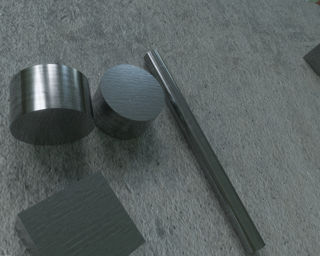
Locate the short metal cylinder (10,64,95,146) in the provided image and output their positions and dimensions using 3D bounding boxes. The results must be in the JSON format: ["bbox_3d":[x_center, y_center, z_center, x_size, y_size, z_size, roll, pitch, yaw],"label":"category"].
[{"bbox_3d":[-0.111,-0.021,0.322,0.081,0.080,0.050,1,62,-28],"label":"short metal cylinder"}]

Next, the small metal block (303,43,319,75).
[{"bbox_3d":[0.349,-0.152,0.668,0.025,0.050,0.050,-24,75,-36],"label":"small metal block"}]

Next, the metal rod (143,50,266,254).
[{"bbox_3d":[0.052,0.019,0.419,0.025,0.025,0.299,-15,70,-34],"label":"metal rod"}]

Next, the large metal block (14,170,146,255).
[{"bbox_3d":[-0.075,0.099,0.287,0.081,0.050,0.080,-27,77,-37],"label":"large metal block"}]

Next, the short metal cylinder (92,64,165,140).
[{"bbox_3d":[-0.041,-0.032,0.385,0.081,0.050,0.080,14,56,-21],"label":"short metal cylinder"}]
